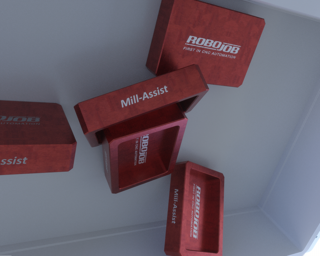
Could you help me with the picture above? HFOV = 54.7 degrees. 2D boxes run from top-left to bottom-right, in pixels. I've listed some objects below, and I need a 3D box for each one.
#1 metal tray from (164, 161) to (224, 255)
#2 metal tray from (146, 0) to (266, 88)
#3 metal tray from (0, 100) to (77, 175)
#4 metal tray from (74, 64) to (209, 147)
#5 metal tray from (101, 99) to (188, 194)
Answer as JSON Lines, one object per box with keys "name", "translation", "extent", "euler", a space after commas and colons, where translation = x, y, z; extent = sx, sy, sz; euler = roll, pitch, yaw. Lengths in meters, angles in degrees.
{"name": "metal tray", "translation": [0.054, 0.123, 0.458], "extent": [0.090, 0.030, 0.130], "euler": [24, 62, -37]}
{"name": "metal tray", "translation": [0.056, -0.101, 0.373], "extent": [0.131, 0.030, 0.089], "euler": [2, 118, -29]}
{"name": "metal tray", "translation": [-0.153, 0.006, 0.286], "extent": [0.131, 0.090, 0.030], "euler": [1, 118, -29]}
{"name": "metal tray", "translation": [-0.021, -0.021, 0.340], "extent": [0.131, 0.030, 0.090], "euler": [-21, 171, -12]}
{"name": "metal tray", "translation": [-0.022, 0.027, 0.379], "extent": [0.091, 0.030, 0.129], "euler": [-17, 148, -19]}
